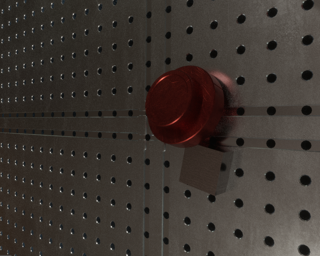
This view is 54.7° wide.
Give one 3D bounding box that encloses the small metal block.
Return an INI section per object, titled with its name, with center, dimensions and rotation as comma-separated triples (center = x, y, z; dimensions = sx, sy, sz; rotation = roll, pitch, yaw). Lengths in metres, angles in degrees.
[small metal block]
center = 0.054, 0.045, 0.364
dimensions = 0.050, 0.025, 0.050
rotation = 16, 100, 38

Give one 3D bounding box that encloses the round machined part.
[round machined part]
center = 0.021, -0.029, 0.363
dimensions = 0.098, 0.042, 0.098
rotation = -16, 63, 37
